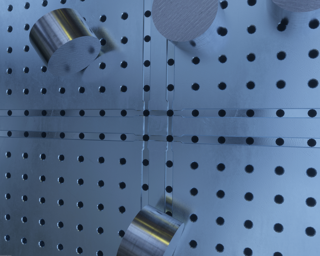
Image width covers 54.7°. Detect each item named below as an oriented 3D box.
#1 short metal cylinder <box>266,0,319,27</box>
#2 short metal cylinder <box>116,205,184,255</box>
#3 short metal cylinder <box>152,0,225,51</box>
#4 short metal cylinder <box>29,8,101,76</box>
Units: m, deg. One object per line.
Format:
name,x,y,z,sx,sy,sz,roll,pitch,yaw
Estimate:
short metal cylinder,0.159,-0.160,0.343,0.080,0.050,0.079,0,90,20
short metal cylinder,-0.011,0.144,0.387,0.050,0.080,0.080,24,98,18
short metal cylinder,0.037,-0.141,0.386,0.080,0.050,0.079,0,90,20
short metal cylinder,-0.130,-0.117,0.429,0.080,0.080,0.050,-38,78,16
